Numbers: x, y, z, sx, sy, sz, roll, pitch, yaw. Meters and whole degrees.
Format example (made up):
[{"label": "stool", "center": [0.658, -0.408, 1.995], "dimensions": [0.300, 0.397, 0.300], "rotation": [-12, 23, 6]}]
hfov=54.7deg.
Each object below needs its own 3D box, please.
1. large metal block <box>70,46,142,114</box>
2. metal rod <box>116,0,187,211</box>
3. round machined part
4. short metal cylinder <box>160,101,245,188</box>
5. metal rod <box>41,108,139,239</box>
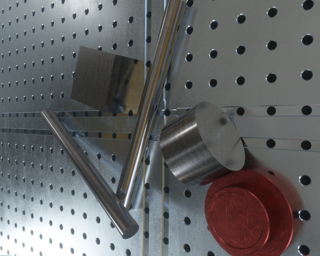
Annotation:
[{"label": "large metal block", "center": [-0.081, -0.071, 0.458], "dimensions": [0.080, 0.050, 0.079], "rotation": [23, 104, 37]}, {"label": "metal rod", "center": [-0.018, -0.020, 0.422], "dimensions": [0.025, 0.025, 0.298], "rotation": [26, 106, 37]}, {"label": "round machined part", "center": [0.088, 0.092, 0.324], "dimensions": [0.098, 0.042, 0.097], "rotation": [0, 90, 39]}, {"label": "short metal cylinder", "center": [0.046, 0.018, 0.334], "dimensions": [0.050, 0.081, 0.080], "rotation": [-34, 70, 35]}, {"label": "metal rod", "center": [-0.124, 0.053, 0.488], "dimensions": [0.300, 0.025, 0.025], "rotation": [43, 116, 38]}]
